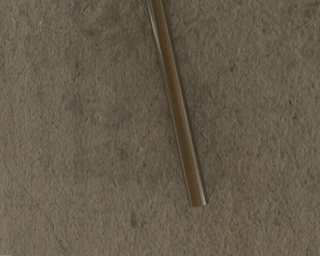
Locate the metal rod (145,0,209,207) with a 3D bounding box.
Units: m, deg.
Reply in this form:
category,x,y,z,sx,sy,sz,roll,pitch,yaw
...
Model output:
category,x,y,z,sx,sy,sz,roll,pitch,yaw
metal rod,0.019,-0.049,0.401,0.025,0.025,0.298,-13,86,19
